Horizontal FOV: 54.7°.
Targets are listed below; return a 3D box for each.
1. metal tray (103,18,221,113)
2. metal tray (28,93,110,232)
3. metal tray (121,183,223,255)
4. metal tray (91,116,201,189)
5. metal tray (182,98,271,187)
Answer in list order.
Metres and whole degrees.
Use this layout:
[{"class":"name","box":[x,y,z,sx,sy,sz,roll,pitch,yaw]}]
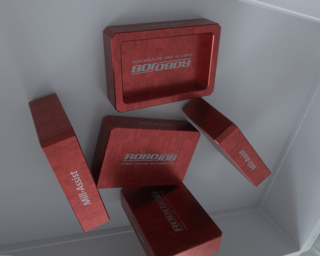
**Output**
[{"class":"metal tray","box":[0.004,-0.074,0.361,0.131,0.030,0.089,-13,124,-22]},{"class":"metal tray","box":[-0.097,0.038,0.335,0.030,0.090,0.129,-23,128,-16]},{"class":"metal tray","box":[0.010,0.121,0.419,0.091,0.130,0.030,-12,124,-23]},{"class":"metal tray","box":[-0.018,0.034,0.414,0.131,0.030,0.089,3,117,-30]},{"class":"metal tray","box":[0.093,0.019,0.428,0.030,0.090,0.130,-44,130,3]}]
